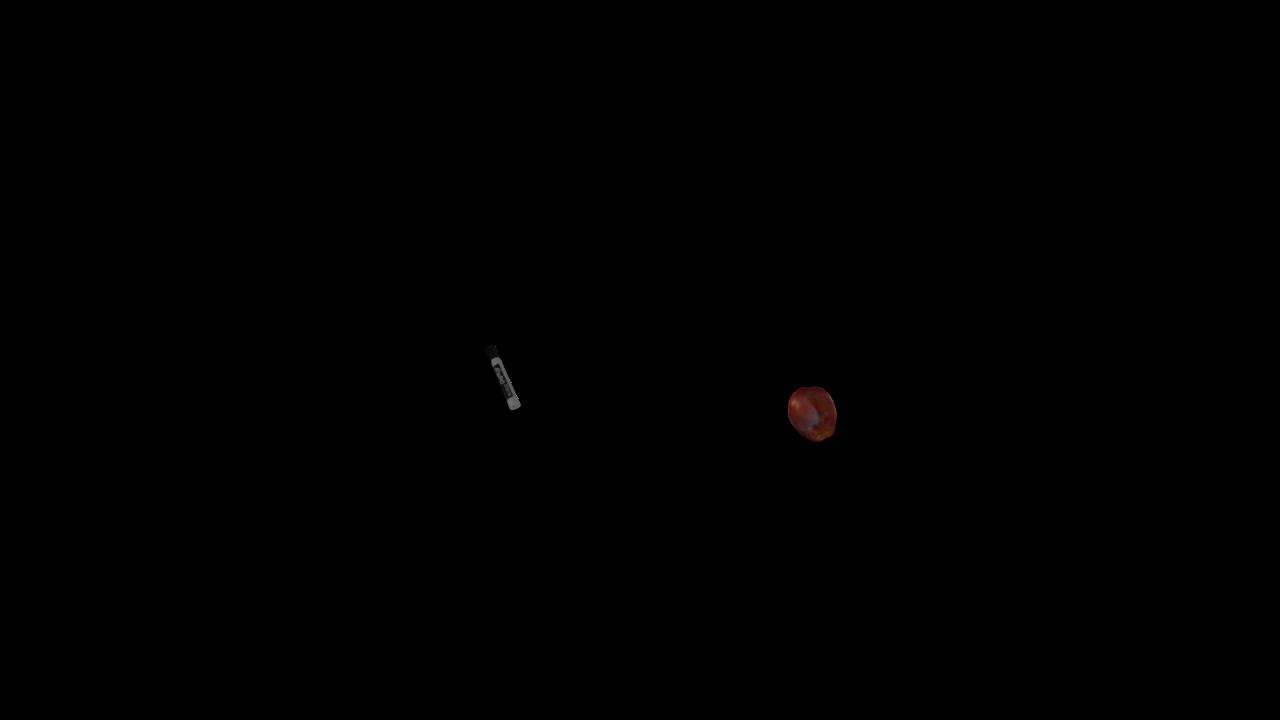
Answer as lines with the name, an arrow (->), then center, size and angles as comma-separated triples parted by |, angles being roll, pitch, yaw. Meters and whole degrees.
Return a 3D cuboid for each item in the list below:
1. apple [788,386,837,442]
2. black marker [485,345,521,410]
apple -> 0.275, 0.086, 0.983 | 0.079, 0.079, 0.093 | 0, 39, -14
black marker -> -0.224, 0.026, 0.999 | 0.020, 0.121, 0.020 | -23, -23, -11
